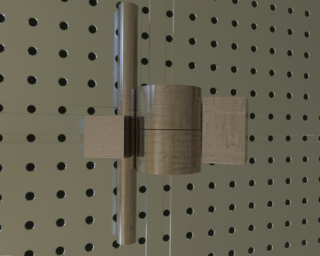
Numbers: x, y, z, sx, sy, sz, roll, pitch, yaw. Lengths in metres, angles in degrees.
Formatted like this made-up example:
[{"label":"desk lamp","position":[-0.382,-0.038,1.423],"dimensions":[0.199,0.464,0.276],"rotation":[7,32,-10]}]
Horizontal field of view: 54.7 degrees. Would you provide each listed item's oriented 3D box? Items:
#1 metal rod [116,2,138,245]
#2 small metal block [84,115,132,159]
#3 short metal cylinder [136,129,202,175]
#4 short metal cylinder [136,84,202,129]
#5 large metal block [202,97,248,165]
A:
[{"label":"metal rod","position":[-0.041,-0.005,0.393],"dimensions":[0.025,0.025,0.298],"rotation":[0,90,-20]},{"label":"small metal block","position":[-0.062,0.010,0.374],"dimensions":[0.050,0.025,0.050],"rotation":[0,89,14]},{"label":"short metal cylinder","position":[0.011,0.027,0.383],"dimensions":[0.081,0.080,0.050],"rotation":[1,90,-20]},{"label":"short metal cylinder","position":[0.011,-0.024,0.383],"dimensions":[0.081,0.080,0.050],"rotation":[1,90,-20]},{"label":"large metal block","position":[0.087,0.003,0.404],"dimensions":[0.050,0.080,0.079],"rotation":[1,90,18]}]
